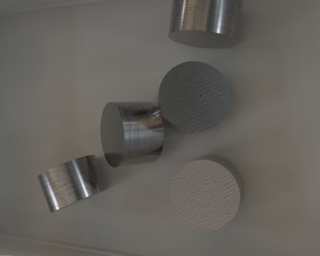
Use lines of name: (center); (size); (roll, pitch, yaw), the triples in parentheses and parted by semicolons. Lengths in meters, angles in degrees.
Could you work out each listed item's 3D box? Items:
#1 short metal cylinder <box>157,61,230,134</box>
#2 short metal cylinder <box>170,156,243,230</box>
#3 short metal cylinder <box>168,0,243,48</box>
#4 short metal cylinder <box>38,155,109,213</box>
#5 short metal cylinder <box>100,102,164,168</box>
short metal cylinder: (0.037, -0.034, 0.369); (0.081, 0.050, 0.080); (0, 86, -4)
short metal cylinder: (0.058, 0.076, 0.376); (0.080, 0.050, 0.079); (0, 90, 19)
short metal cylinder: (0.053, -0.128, 0.362); (0.080, 0.080, 0.050); (8, 93, 19)
short metal cylinder: (-0.117, 0.075, 0.421); (0.080, 0.080, 0.050); (-26, 82, 18)
short metal cylinder: (-0.037, 0.007, 0.388); (0.080, 0.050, 0.079); (11, 102, 60)
